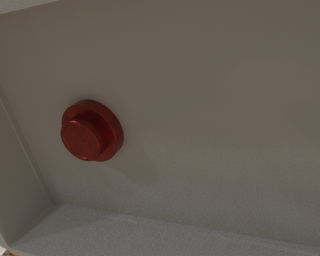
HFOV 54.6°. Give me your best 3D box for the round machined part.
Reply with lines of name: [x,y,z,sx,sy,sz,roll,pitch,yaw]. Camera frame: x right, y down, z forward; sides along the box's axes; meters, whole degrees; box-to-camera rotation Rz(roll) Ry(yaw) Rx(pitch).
round machined part: [-0.107,0.011,0.462,0.098,0.042,0.097,13,124,21]
